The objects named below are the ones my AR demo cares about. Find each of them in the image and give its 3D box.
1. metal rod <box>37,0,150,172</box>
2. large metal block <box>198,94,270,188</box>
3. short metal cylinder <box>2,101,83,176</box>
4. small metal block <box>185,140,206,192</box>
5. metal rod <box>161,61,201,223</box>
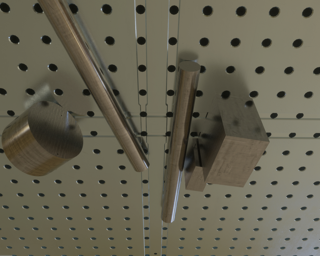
[{"bbox_3d":[-0.074,-0.052,0.366,0.025,0.025,0.299,-14,129,12],"label":"metal rod"},{"bbox_3d":[0.087,0.016,0.390,0.050,0.080,0.079,9,130,-7],"label":"large metal block"},{"bbox_3d":[-0.144,0.013,0.385,0.050,0.080,0.080,-32,124,24],"label":"short metal cylinder"},{"bbox_3d":[0.054,0.054,0.442,0.025,0.050,0.050,9,130,-8],"label":"small metal block"},{"bbox_3d":[0.024,0.043,0.448,0.025,0.025,0.298,3,130,-3],"label":"metal rod"}]
